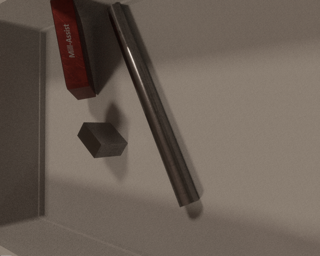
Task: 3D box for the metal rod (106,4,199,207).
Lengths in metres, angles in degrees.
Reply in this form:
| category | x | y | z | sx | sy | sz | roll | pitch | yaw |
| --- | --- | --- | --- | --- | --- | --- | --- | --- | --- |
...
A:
| category | x | y | z | sx | sy | sz | roll | pitch | yaw |
| --- | --- | --- | --- | --- | --- | --- | --- | --- | --- |
| metal rod | -0.016 | -0.042 | 0.417 | 0.025 | 0.025 | 0.299 | -33 | 70 | 35 |

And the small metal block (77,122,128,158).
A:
| category | x | y | z | sx | sy | sz | roll | pitch | yaw |
| --- | --- | --- | --- | --- | --- | --- | --- | --- | --- |
| small metal block | -0.085 | 0.017 | 0.458 | 0.050 | 0.050 | 0.025 | 46 | 117 | 30 |

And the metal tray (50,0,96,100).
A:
| category | x | y | z | sx | sy | sz | roll | pitch | yaw |
| --- | --- | --- | --- | --- | --- | --- | --- | --- | --- |
| metal tray | -0.127 | -0.114 | 0.463 | 0.030 | 0.090 | 0.129 | -11 | 86 | -6 |
